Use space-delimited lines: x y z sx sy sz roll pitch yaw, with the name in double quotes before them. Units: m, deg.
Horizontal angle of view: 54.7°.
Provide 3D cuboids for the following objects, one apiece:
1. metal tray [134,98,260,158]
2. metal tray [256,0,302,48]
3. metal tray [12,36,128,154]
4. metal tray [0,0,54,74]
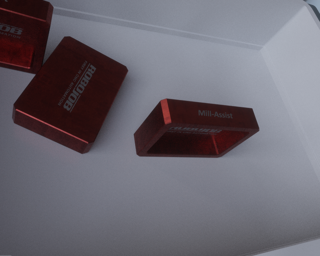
"metal tray" 0.044 0.005 0.386 0.131 0.090 0.030 4 60 -27
"metal tray" 0.275 -0.251 0.710 0.090 0.030 0.130 32 51 -8
"metal tray" -0.102 -0.044 0.375 0.090 0.030 0.130 27 52 -12
"metal tray" -0.189 -0.109 0.328 0.131 0.090 0.030 10 58 -23
